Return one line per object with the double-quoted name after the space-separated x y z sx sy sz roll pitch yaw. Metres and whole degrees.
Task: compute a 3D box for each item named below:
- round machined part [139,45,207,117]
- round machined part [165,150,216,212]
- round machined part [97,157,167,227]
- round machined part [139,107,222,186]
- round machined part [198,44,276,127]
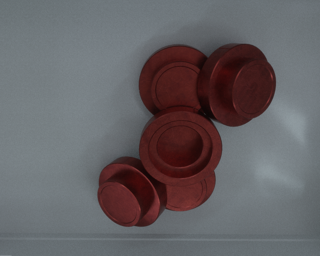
0.023 -0.051 0.382 0.099 0.042 0.097 0 110 -1 "round machined part"
0.028 0.075 0.429 0.099 0.042 0.097 0 110 -1 "round machined part"
-0.043 0.091 0.411 0.098 0.042 0.097 13 117 26 "round machined part"
0.024 0.020 0.385 0.099 0.042 0.097 0 110 -1 "round machined part"
0.096 -0.048 0.361 0.099 0.042 0.097 -10 110 -29 "round machined part"
